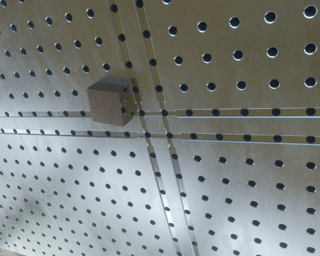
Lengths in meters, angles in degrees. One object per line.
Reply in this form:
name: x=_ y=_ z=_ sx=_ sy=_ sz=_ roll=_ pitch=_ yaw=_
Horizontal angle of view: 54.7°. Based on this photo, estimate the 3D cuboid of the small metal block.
small metal block: x=-0.069 y=-0.033 z=0.425 sx=0.050 sy=0.025 sz=0.050 roll=10 pitch=123 yaw=22
